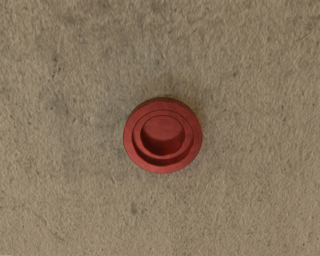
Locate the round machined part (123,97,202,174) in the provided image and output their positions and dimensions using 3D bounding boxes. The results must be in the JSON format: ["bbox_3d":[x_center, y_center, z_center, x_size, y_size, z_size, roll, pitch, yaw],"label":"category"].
[{"bbox_3d":[0.003,0.007,0.403,0.099,0.042,0.097,0,110,-1],"label":"round machined part"}]
